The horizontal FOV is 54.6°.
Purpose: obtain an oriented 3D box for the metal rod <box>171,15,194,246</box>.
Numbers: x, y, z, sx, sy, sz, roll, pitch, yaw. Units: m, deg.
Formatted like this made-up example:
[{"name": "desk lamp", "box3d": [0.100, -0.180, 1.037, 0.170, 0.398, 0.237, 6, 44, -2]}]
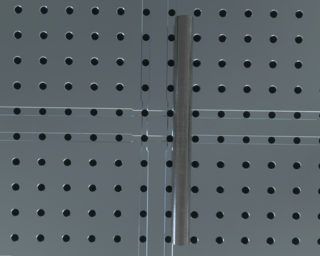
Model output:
[{"name": "metal rod", "box3d": [0.030, 0.003, 0.413, 0.025, 0.025, 0.298, 1, 90, 0]}]
